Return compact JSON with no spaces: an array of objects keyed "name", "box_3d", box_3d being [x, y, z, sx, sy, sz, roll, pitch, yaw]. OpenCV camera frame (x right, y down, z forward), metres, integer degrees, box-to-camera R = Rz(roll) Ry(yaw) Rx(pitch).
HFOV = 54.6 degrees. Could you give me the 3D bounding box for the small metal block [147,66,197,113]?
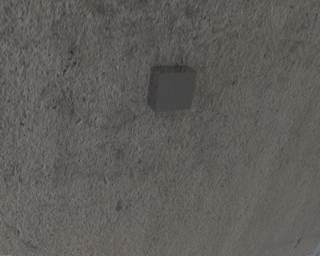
[{"name":"small metal block","box_3d":[0.014,-0.049,0.384,0.050,0.025,0.050,-7,122,-25]}]
